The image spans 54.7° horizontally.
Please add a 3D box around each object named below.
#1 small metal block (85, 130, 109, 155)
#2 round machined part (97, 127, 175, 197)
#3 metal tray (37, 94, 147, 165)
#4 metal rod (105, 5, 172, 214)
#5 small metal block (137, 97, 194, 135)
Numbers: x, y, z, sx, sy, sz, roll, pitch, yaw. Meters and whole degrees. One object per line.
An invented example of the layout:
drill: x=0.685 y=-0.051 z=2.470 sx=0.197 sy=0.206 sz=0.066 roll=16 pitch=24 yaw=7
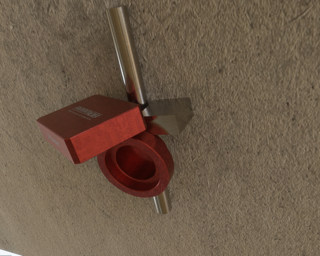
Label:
small metal block: x=-0.075 y=0.011 z=0.437 sx=0.050 sy=0.050 sz=0.025 roll=-20 pitch=108 yaw=35
round machined part: x=-0.027 y=0.039 z=0.399 sx=0.098 sy=0.042 sz=0.097 roll=12 pitch=127 yaw=18
metal tray: x=-0.088 y=-0.005 z=0.377 sx=0.130 sy=0.091 sz=0.030 roll=18 pitch=130 yaw=54
metal rod: x=-0.022 y=-0.006 z=0.415 sx=0.025 sy=0.025 sz=0.298 roll=2 pitch=120 yaw=27
small metal block: x=0.008 y=-0.015 z=0.378 sx=0.050 sy=0.050 sz=0.025 roll=-1 pitch=118 yaw=28
